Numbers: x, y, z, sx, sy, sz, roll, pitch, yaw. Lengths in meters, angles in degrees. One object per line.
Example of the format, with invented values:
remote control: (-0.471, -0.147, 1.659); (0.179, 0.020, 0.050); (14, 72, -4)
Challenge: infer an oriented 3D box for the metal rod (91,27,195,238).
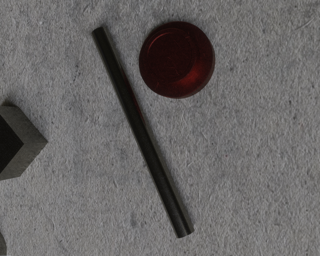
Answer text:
metal rod: (-0.026, 0.000, 0.417); (0.025, 0.025, 0.299); (-26, 82, 18)

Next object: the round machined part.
round machined part: (0.018, -0.087, 0.393); (0.098, 0.042, 0.097); (0, 90, 19)

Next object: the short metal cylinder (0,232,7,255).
short metal cylinder: (-0.298, 0.203, 0.498); (0.080, 0.050, 0.079); (0, 90, 19)

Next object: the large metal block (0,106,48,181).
large metal block: (-0.236, 0.023, 0.477); (0.080, 0.050, 0.080); (46, 104, 14)
